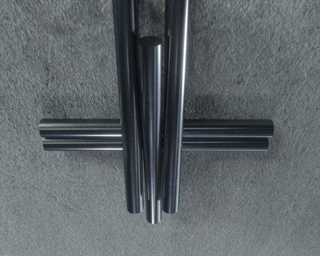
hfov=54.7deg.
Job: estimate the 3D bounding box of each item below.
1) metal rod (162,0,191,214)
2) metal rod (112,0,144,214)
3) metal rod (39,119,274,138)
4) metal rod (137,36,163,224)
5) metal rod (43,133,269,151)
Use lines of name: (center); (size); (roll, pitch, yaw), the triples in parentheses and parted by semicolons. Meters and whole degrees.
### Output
metal rod: (0.016, -0.010, 0.372); (0.025, 0.025, 0.298); (0, 122, -1)
metal rod: (-0.035, -0.010, 0.372); (0.025, 0.025, 0.298); (0, 122, -1)
metal rod: (-0.003, 0.000, 0.410); (0.302, 0.025, 0.025); (0, 130, -1)
metal rod: (-0.010, 0.029, 0.400); (0.025, 0.025, 0.298); (0, 130, 0)
metal rod: (-0.005, 0.019, 0.426); (0.302, 0.025, 0.025); (0, 130, -1)
